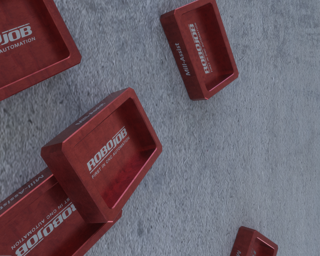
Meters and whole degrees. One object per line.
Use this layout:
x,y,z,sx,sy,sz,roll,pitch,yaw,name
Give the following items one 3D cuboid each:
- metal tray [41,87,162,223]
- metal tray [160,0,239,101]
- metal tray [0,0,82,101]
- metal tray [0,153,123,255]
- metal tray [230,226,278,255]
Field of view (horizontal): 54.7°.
-0.051,0.023,0.328,0.090,0.030,0.131,64,34,-19,metal tray
0.062,-0.116,0.452,0.091,0.030,0.129,-36,112,-34,metal tray
-0.147,-0.074,0.277,0.131,0.030,0.090,-37,113,-34,metal tray
-0.110,0.097,0.309,0.131,0.030,0.090,-42,116,-32,metal tray
0.151,0.246,0.528,0.090,0.030,0.130,39,66,-33,metal tray
